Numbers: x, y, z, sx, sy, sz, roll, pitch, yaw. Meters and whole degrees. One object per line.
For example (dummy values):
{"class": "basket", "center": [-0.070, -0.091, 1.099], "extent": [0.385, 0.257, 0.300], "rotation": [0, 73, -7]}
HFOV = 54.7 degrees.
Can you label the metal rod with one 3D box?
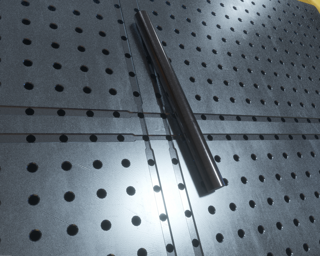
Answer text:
{"class": "metal rod", "center": [0.021, -0.052, 0.452], "extent": [0.025, 0.025, 0.299], "rotation": [-8, 66, -32]}
